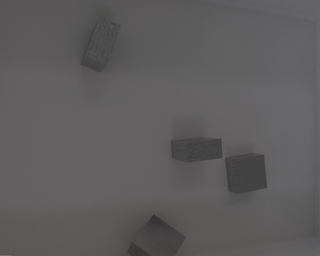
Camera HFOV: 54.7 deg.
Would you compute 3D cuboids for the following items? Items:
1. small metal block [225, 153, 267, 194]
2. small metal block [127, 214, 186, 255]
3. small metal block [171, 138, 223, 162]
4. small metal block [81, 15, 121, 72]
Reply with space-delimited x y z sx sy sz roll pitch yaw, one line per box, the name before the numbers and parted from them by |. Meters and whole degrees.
small metal block | 0.127 0.066 0.457 0.050 0.025 0.050 -7 93 -20
small metal block | -0.003 0.145 0.386 0.050 0.025 0.050 32 39 14
small metal block | 0.048 0.028 0.415 0.050 0.050 0.025 -5 92 -20
small metal block | -0.072 -0.099 0.370 0.025 0.050 0.050 20 84 -19
